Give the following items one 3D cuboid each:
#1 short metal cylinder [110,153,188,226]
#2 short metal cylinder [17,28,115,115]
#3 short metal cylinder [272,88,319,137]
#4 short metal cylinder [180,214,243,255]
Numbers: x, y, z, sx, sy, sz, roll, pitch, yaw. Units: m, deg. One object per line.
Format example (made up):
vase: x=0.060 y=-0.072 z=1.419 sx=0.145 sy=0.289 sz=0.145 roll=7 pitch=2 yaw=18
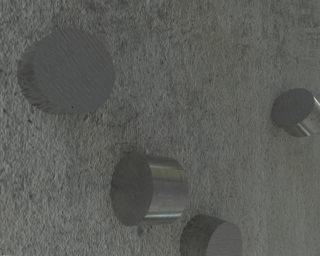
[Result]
short metal cylinder: x=-0.014 y=0.071 z=0.357 sx=0.050 sy=0.080 sz=0.080 roll=12 pitch=82 yaw=-40
short metal cylinder: x=-0.093 y=-0.054 z=0.310 sx=0.081 sy=0.050 sz=0.080 roll=0 pitch=90 yaw=-40
short metal cylinder: x=0.262 y=-0.029 z=0.588 sx=0.050 sy=0.080 sz=0.080 roll=34 pitch=69 yaw=-35
short metal cylinder: x=0.075 y=0.171 z=0.452 sx=0.081 sy=0.050 sz=0.080 roll=0 pitch=90 yaw=-40
